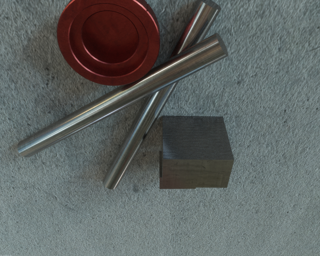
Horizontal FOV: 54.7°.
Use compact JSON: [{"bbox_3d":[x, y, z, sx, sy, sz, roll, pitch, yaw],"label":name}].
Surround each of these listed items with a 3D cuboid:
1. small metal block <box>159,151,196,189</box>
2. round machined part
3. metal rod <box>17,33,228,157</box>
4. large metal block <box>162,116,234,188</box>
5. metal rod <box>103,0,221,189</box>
[{"bbox_3d":[0.024,0.059,0.442,0.050,0.050,0.025,0,130,0],"label":"small metal block"},{"bbox_3d":[-0.049,-0.095,0.314,0.099,0.042,0.097,-1,130,0],"label":"round machined part"},{"bbox_3d":[-0.063,-0.026,0.364,0.300,0.025,0.025,-24,127,26],"label":"metal rod"},{"bbox_3d":[0.043,0.029,0.396,0.081,0.080,0.050,1,130,-1],"label":"large metal block"},{"bbox_3d":[-0.014,-0.019,0.390,0.025,0.025,0.298,19,127,-16],"label":"metal rod"}]
